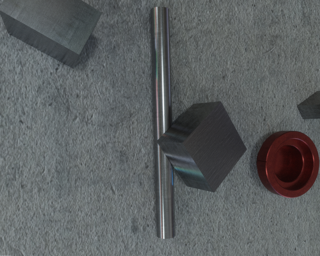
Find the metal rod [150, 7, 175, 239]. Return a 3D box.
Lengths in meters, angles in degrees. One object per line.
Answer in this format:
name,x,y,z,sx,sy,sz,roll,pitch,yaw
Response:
metal rod,0.004,-0.006,0.410,0.025,0.025,0.298,-2,91,-20

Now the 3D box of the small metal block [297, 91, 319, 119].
small metal block,0.258,-0.038,0.491,0.050,0.050,0.025,-33,101,-17

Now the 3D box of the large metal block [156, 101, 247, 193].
large metal block,0.056,0.023,0.401,0.080,0.050,0.080,-45,115,-28

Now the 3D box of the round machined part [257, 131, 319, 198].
round machined part,0.187,0.053,0.469,0.099,0.042,0.097,0,90,-20

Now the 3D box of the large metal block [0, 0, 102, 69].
large metal block,-0.117,-0.113,0.336,0.080,0.080,0.050,28,81,-18
